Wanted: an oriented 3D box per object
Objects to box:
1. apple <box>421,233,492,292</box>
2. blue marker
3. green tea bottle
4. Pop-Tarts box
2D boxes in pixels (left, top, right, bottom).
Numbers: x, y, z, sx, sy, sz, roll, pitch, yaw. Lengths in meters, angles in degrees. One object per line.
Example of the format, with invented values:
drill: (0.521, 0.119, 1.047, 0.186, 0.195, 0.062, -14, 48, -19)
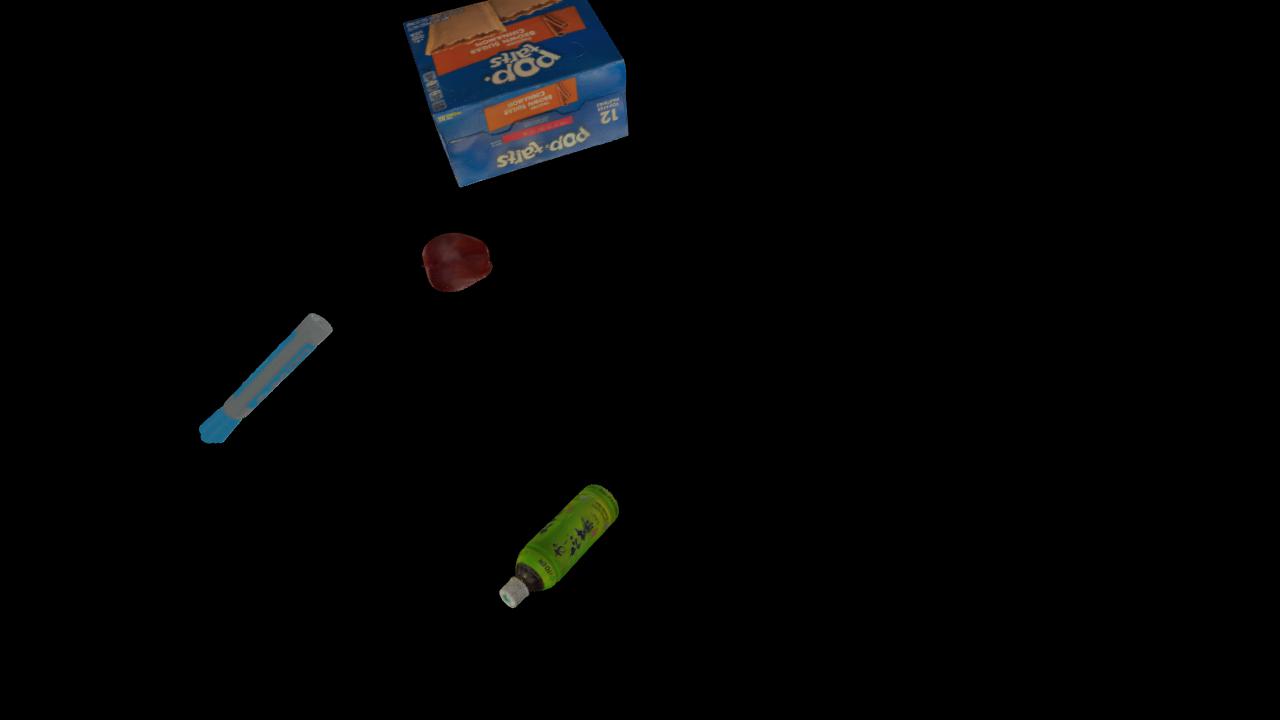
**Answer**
apple: (-0.253, -0.135, 0.844, 0.093, 0.079, 0.079, -12, 2, -7)
blue marker: (-0.266, 0.015, 0.435, 0.121, 0.020, 0.020, -44, -4, 4)
green tea bottle: (-0.115, 0.266, 0.878, 0.073, 0.073, 0.212, 0, 29, 38)
Pop-Tarts box: (-0.112, -0.258, 0.566, 0.167, 0.141, 0.083, -20, -29, -7)
